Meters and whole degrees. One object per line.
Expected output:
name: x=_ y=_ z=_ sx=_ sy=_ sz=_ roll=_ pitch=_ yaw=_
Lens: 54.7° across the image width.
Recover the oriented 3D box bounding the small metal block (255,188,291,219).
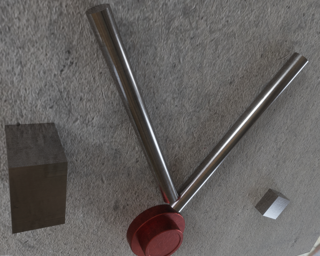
small metal block: x=0.230 y=0.156 z=0.633 sx=0.050 sy=0.025 sz=0.050 roll=25 pitch=105 yaw=-37

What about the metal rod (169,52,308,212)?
metal rod: x=0.116 y=0.011 z=0.479 sx=0.025 sy=0.025 sz=0.299 roll=32 pitch=100 yaw=-39

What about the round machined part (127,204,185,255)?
round machined part: x=-0.001 y=0.177 z=0.506 sx=0.099 sy=0.042 sz=0.097 roll=-14 pitch=125 yaw=-21

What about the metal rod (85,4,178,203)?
metal rod: x=-0.022 y=-0.004 z=0.393 sx=0.025 sy=0.025 sz=0.299 roll=-28 pitch=128 yaw=-11

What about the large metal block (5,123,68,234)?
large metal block: x=-0.133 y=0.049 z=0.329 sx=0.050 sy=0.080 sz=0.079 roll=-4 pitch=120 yaw=-27
